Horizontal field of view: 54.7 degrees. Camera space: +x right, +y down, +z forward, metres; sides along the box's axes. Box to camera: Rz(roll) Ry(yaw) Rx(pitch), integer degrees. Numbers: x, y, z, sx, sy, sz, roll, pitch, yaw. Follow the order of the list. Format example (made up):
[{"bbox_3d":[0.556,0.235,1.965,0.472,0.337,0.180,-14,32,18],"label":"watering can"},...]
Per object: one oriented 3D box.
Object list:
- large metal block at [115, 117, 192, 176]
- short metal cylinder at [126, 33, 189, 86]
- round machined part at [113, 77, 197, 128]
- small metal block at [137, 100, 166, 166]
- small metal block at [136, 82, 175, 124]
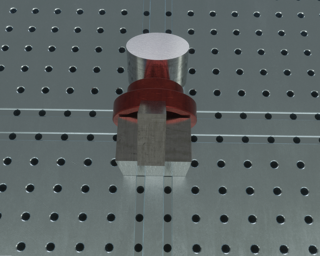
[{"bbox_3d":[-0.007,0.025,0.372,0.081,0.080,0.050,1,70,0],"label":"large metal block"},{"bbox_3d":[-0.003,-0.087,0.412,0.081,0.050,0.080,1,40,-1],"label":"short metal cylinder"},{"bbox_3d":[-0.006,-0.026,0.371,0.099,0.098,0.042,1,70,0],"label":"round machined part"},{"bbox_3d":[-0.008,0.003,0.301,0.025,0.050,0.050,1,108,0],"label":"small metal block"},{"bbox_3d":[-0.006,-0.034,0.423,0.050,0.025,0.050,1,70,0],"label":"small metal block"}]
